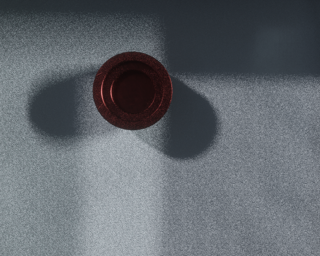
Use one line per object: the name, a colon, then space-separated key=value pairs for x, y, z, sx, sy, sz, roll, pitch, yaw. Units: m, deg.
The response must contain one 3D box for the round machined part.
round machined part: x=-0.034 y=-0.046 z=0.402 sx=0.099 sy=0.042 sz=0.097 roll=0 pitch=90 yaw=-1
